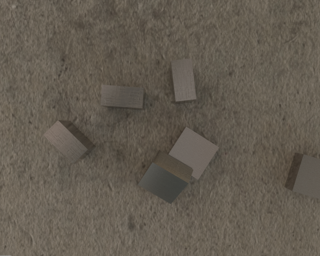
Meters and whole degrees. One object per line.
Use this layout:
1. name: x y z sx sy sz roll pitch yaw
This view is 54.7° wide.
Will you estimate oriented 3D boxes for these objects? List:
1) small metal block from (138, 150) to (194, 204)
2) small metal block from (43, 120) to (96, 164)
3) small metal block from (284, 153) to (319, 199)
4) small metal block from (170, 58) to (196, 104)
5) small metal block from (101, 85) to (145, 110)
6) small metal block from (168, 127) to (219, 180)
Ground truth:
1. small metal block: 0.007 0.063 0.397 0.050 0.025 0.050 31 129 -1
2. small metal block: -0.113 0.017 0.396 0.050 0.050 0.025 45 90 -1
3. small metal block: 0.202 0.065 0.413 0.050 0.025 0.050 17 90 -1
4. small metal block: 0.028 -0.058 0.398 0.025 0.050 0.050 -7 90 0
5. small metal block: -0.045 -0.038 0.397 0.050 0.050 0.025 4 90 -1
6. small metal block: 0.041 0.032 0.411 0.050 0.025 0.050 33 90 -1
